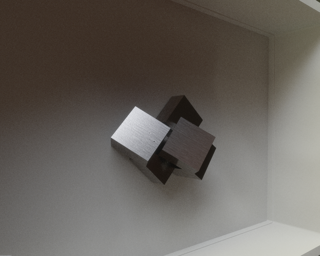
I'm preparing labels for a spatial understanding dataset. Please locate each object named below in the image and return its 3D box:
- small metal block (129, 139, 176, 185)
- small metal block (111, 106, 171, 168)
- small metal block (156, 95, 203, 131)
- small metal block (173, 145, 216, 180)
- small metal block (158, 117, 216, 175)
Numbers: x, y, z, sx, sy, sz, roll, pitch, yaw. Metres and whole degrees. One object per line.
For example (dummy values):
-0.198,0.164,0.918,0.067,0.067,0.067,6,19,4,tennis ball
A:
-0.004,0.038,0.403,0.050,0.025,0.050,50,60,-29,small metal block
-0.023,0.011,0.371,0.050,0.025,0.050,32,65,6,small metal block
0.026,-0.010,0.428,0.050,0.025,0.050,50,60,-29,small metal block
0.042,0.040,0.425,0.025,0.050,0.050,43,64,-32,small metal block
0.033,0.023,0.386,0.050,0.025,0.050,31,67,0,small metal block
